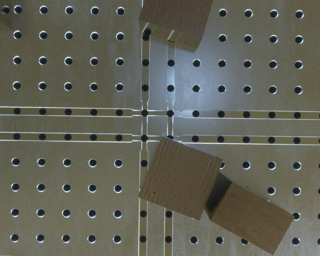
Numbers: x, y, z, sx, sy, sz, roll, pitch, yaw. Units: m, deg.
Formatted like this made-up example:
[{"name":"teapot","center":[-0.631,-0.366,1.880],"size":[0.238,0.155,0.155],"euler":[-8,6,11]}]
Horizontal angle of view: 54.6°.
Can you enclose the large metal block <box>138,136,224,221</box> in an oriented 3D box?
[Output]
[{"name":"large metal block","center":[0.025,0.061,0.401],"size":[0.080,0.050,0.080],"euler":[21,90,0]}]

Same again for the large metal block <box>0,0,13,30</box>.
[{"name":"large metal block","center":[-0.244,-0.172,0.399],"size":[0.080,0.050,0.080],"euler":[-3,90,0]}]

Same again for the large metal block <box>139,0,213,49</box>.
[{"name":"large metal block","center":[0.024,-0.158,0.401],"size":[0.080,0.050,0.080],"euler":[16,90,0]}]

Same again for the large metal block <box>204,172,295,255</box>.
[{"name":"large metal block","center":[0.104,0.101,0.387],"size":[0.080,0.080,0.050],"euler":[29,90,0]}]
